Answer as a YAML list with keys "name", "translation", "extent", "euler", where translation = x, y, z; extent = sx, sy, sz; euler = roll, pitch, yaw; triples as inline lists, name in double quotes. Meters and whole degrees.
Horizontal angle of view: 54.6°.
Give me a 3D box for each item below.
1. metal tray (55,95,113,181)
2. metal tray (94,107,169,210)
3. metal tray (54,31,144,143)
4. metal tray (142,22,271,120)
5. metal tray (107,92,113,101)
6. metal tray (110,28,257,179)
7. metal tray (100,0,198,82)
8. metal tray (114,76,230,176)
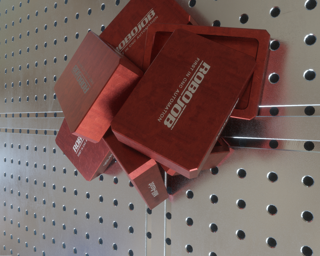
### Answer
- name: "metal tray"
  translation: [-0.103, 0.010, 0.463]
  extent: [0.090, 0.030, 0.129]
  euler: [47, 131, 12]
- name: "metal tray"
  translation: [-0.033, 0.040, 0.377]
  extent: [0.030, 0.130, 0.090]
  euler: [-34, 62, -11]
- name: "metal tray"
  translation: [-0.077, -0.053, 0.356]
  extent: [0.090, 0.030, 0.130]
  euler: [-54, 37, 10]
- name: "metal tray"
  translation: [0.046, -0.063, 0.340]
  extent: [0.130, 0.030, 0.089]
  euler: [10, 97, 19]
- name: "metal tray"
  translation: [-0.072, -0.049, 0.466]
  extent: [0.090, 0.030, 0.129]
  euler: [46, 117, 30]
- name: "metal tray"
  translation: [0.025, -0.028, 0.304]
  extent: [0.090, 0.030, 0.130]
  euler: [27, 72, 15]
- name: "metal tray"
  translation: [-0.026, -0.114, 0.404]
  extent: [0.130, 0.030, 0.090]
  euler: [-43, 65, 15]
- name: "metal tray"
  translation: [0.011, -0.008, 0.360]
  extent: [0.130, 0.091, 0.030]
  euler: [52, 121, 28]
